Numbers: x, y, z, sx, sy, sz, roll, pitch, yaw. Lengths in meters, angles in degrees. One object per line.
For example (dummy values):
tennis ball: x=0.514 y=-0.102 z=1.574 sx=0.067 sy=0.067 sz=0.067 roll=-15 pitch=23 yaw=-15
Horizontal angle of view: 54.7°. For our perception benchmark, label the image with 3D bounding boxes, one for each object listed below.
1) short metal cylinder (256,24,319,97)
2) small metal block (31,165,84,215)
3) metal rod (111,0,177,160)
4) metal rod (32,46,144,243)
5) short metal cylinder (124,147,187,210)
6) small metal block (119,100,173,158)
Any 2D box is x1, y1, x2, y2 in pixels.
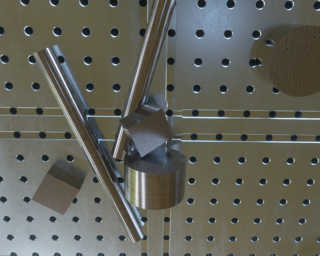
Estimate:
short metal cylinder: x=0.162 y=-0.082 z=0.371 sx=0.081 sy=0.050 sz=0.079 roll=0 pitch=110 yaw=0
small metal block: x=-0.146 y=0.089 z=0.445 sx=0.050 sy=0.025 sz=0.050 roll=31 pitch=107 yaw=-11
metal rod: x=-0.011 y=-0.096 z=0.377 sx=0.025 sy=0.025 sz=0.298 roll=16 pitch=109 yaw=-6
metal rod: x=-0.089 y=0.036 z=0.425 sx=0.025 sy=0.025 sz=0.299 roll=-20 pitch=109 yaw=7
short metal cylinder: x=-0.007 y=0.063 z=0.407 sx=0.081 sy=0.080 sz=0.050 roll=2 pitch=110 yaw=-1
small metal block: x=-0.017 y=0.001 z=0.396 sx=0.050 sy=0.025 sz=0.050 roll=-32 pitch=129 yaw=-14
